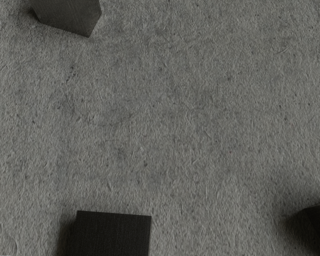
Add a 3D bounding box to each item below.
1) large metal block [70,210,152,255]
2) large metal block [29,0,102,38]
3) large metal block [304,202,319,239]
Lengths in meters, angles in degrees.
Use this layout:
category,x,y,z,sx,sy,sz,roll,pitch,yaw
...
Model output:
category,x,y,z,sx,sy,sz,roll,pitch,yaw
large metal block,-0.052,0.138,0.344,0.080,0.050,0.080,4,70,1
large metal block,-0.137,-0.185,0.445,0.080,0.080,0.050,18,71,6
large metal block,0.217,0.114,0.339,0.050,0.080,0.080,-20,71,-7
